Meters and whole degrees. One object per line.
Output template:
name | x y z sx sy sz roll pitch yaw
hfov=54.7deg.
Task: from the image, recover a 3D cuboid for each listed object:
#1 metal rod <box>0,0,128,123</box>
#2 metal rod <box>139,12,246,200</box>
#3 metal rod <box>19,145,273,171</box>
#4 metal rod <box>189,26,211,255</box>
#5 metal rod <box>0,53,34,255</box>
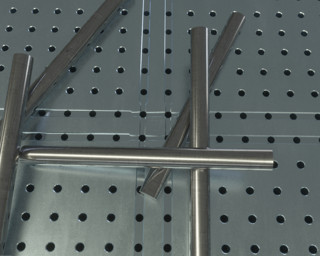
metal rod | -0.131 -0.105 0.448 0.025 0.025 0.300 31 72 10
metal rod | 0.052 -0.042 0.427 0.025 0.025 0.300 25 72 8
metal rod | -0.025 0.035 0.369 0.301 0.025 0.025 0 70 11
metal rod | 0.050 0.015 0.387 0.025 0.025 0.299 2 77 0
metal rod | -0.186 0.052 0.373 0.025 0.025 0.299 3 76 0
